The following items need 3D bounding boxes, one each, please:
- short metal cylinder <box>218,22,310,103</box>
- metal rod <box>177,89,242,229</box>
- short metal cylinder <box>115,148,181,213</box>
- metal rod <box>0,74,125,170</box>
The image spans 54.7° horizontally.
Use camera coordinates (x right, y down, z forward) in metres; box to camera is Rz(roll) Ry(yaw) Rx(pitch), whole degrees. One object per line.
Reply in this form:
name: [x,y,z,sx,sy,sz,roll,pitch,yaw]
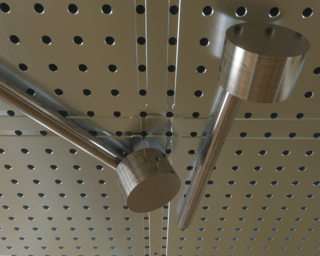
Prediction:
short metal cylinder: [0.103,-0.069,0.318,0.081,0.080,0.050,2,130,-2]
metal rod: [0.067,0.059,0.462,0.025,0.025,0.298,7,130,-6]
short metal cylinder: [-0.017,0.075,0.440,0.081,0.050,0.079,-17,135,-17]
metal rod: [-0.155,-0.022,0.391,0.025,0.025,0.301,-37,121,27]
